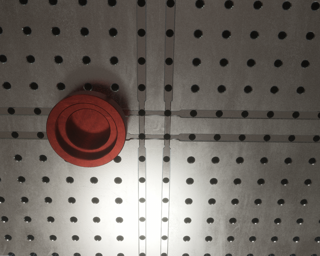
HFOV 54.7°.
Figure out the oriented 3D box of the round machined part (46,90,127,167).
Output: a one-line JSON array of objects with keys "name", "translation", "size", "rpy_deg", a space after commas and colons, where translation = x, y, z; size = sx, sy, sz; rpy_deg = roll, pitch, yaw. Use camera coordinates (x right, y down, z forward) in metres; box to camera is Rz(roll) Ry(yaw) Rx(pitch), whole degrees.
[{"name": "round machined part", "translation": [-0.091, -0.002, 0.403], "size": [0.099, 0.042, 0.097], "rpy_deg": [0, 110, -1]}]
